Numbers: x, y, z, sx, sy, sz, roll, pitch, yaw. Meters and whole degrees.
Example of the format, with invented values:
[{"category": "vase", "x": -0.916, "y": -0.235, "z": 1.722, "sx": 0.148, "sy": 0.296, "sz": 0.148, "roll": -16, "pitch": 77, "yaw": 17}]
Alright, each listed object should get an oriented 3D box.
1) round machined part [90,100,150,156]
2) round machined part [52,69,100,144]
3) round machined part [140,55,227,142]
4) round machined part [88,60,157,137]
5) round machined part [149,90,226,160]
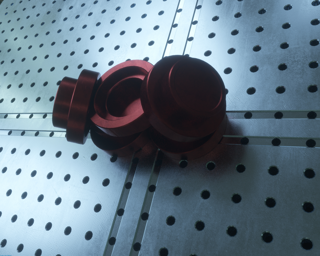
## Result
[{"category": "round machined part", "x": -0.057, "y": -0.013, "z": 0.433, "sx": 0.098, "sy": 0.042, "sz": 0.098, "roll": -13, "pitch": 56, "yaw": 20}, {"category": "round machined part", "x": -0.110, "y": -0.030, "z": 0.406, "sx": 0.042, "sy": 0.098, "sz": 0.098, "roll": 13, "pitch": 62, "yaw": -8}, {"category": "round machined part", "x": 0.032, "y": -0.037, "z": 0.337, "sx": 0.042, "sy": 0.099, "sz": 0.098, "roll": -37, "pitch": 35, "yaw": 59}, {"category": "round machined part", "x": -0.036, "y": -0.032, "z": 0.379, "sx": 0.098, "sy": 0.042, "sz": 0.098, "roll": -13, "pitch": 56, "yaw": 20}, {"category": "round machined part", "x": 0.030, "y": -0.013, "z": 0.388, "sx": 0.098, "sy": 0.042, "sz": 0.098, "roll": -13, "pitch": 56, "yaw": 20}]
